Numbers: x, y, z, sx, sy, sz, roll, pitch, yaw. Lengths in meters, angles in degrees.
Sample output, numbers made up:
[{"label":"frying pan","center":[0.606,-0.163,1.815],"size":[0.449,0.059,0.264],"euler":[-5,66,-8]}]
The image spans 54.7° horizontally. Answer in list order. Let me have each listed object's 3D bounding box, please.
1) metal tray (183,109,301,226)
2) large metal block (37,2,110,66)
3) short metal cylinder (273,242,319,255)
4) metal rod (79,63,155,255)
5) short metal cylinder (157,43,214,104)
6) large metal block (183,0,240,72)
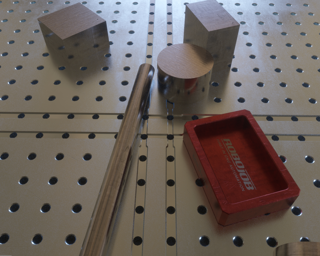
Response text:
[{"label":"metal tray","center":[0.090,0.040,0.370],"size":[0.091,0.030,0.130],"euler":[-12,51,-10]},{"label":"large metal block","center":[-0.145,-0.162,0.526],"size":[0.080,0.050,0.080],"euler":[-34,58,-25]},{"label":"short metal cylinder","center":[0.136,0.136,0.258],"size":[0.080,0.080,0.050],"euler":[12,51,10]},{"label":"metal rod","center":[-0.044,0.022,0.388],"size":[0.025,0.025,0.300],"euler":[7,50,6]},{"label":"short metal cylinder","center":[0.036,-0.081,0.459],"size":[0.080,0.050,0.080],"euler":[0,50,0]},{"label":"large metal block","center":[0.078,-0.145,0.494],"size":[0.050,0.080,0.080],"euler":[-16,52,-13]}]
